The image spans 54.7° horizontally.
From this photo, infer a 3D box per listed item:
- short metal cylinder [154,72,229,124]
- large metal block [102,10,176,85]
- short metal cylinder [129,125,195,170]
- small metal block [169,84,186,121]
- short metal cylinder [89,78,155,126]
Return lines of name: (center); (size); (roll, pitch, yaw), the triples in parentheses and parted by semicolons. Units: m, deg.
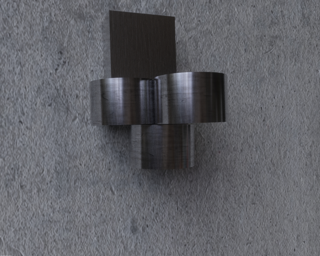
short metal cylinder: (0.034, -0.030, 0.341); (0.081, 0.080, 0.050); (-2, 91, -20)
large metal block: (-0.027, -0.095, 0.388); (0.081, 0.050, 0.080); (-2, 91, -20)
short metal cylinder: (0.002, 0.021, 0.383); (0.081, 0.080, 0.050); (0, 90, -20)
small metal block: (0.014, -0.030, 0.405); (0.025, 0.050, 0.050); (1, 90, -20)
short metal cylinder: (-0.041, -0.029, 0.366); (0.081, 0.080, 0.050); (-2, 91, -20)
